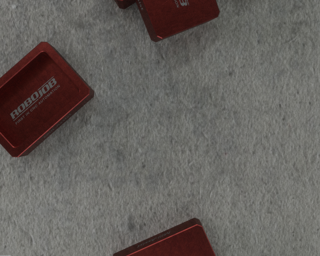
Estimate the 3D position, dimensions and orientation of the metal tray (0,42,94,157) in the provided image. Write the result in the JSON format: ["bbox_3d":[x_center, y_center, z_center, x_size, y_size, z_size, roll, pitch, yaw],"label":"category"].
[{"bbox_3d":[-0.165,-0.036,0.405,0.130,0.030,0.090,-42,91,-1],"label":"metal tray"}]

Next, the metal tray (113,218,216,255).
[{"bbox_3d":[0.011,0.188,0.408,0.131,0.030,0.090,-24,90,-1],"label":"metal tray"}]

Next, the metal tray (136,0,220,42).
[{"bbox_3d":[0.010,-0.185,0.385,0.091,0.030,0.129,-25,102,-12],"label":"metal tray"}]

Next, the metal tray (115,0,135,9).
[{"bbox_3d":[-0.050,-0.237,0.407,0.090,0.030,0.130,-33,90,0],"label":"metal tray"}]
